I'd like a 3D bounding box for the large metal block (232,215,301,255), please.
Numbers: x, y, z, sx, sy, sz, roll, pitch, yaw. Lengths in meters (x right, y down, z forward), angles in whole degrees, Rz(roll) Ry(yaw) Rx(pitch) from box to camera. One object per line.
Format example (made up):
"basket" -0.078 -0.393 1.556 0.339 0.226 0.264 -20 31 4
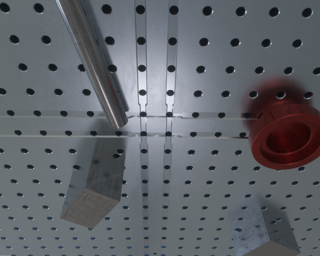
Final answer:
"large metal block" 0.198 0.217 0.582 0.080 0.050 0.080 28 125 -22

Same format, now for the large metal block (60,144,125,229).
"large metal block" -0.095 0.085 0.447 0.050 0.080 0.080 28 125 -22

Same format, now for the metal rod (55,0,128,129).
"metal rod" -0.087 -0.118 0.310 0.025 0.025 0.299 -10 130 8

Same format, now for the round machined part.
"round machined part" 0.166 0.007 0.408 0.099 0.042 0.097 0 130 0
